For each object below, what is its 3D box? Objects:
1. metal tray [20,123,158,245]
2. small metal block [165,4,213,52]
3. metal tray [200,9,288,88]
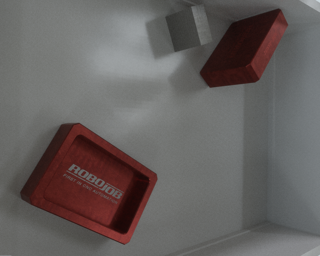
[{"bbox_3d":[-0.071,0.064,0.345,0.130,0.030,0.090,39,66,-34],"label":"metal tray"},{"bbox_3d":[0.039,-0.136,0.425,0.025,0.050,0.050,-28,108,-37],"label":"small metal block"},{"bbox_3d":[0.128,-0.121,0.474,0.030,0.090,0.130,49,61,-30],"label":"metal tray"}]
